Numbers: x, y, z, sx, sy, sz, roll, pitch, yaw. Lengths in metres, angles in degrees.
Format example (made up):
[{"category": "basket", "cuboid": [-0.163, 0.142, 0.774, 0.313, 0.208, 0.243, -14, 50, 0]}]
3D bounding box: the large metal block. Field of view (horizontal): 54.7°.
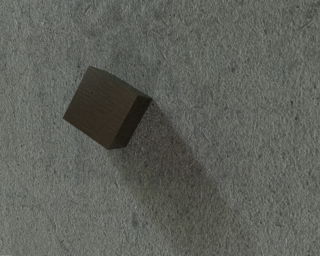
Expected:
[{"category": "large metal block", "cuboid": [-0.070, -0.027, 0.420, 0.080, 0.050, 0.080, 32, 100, 17]}]
